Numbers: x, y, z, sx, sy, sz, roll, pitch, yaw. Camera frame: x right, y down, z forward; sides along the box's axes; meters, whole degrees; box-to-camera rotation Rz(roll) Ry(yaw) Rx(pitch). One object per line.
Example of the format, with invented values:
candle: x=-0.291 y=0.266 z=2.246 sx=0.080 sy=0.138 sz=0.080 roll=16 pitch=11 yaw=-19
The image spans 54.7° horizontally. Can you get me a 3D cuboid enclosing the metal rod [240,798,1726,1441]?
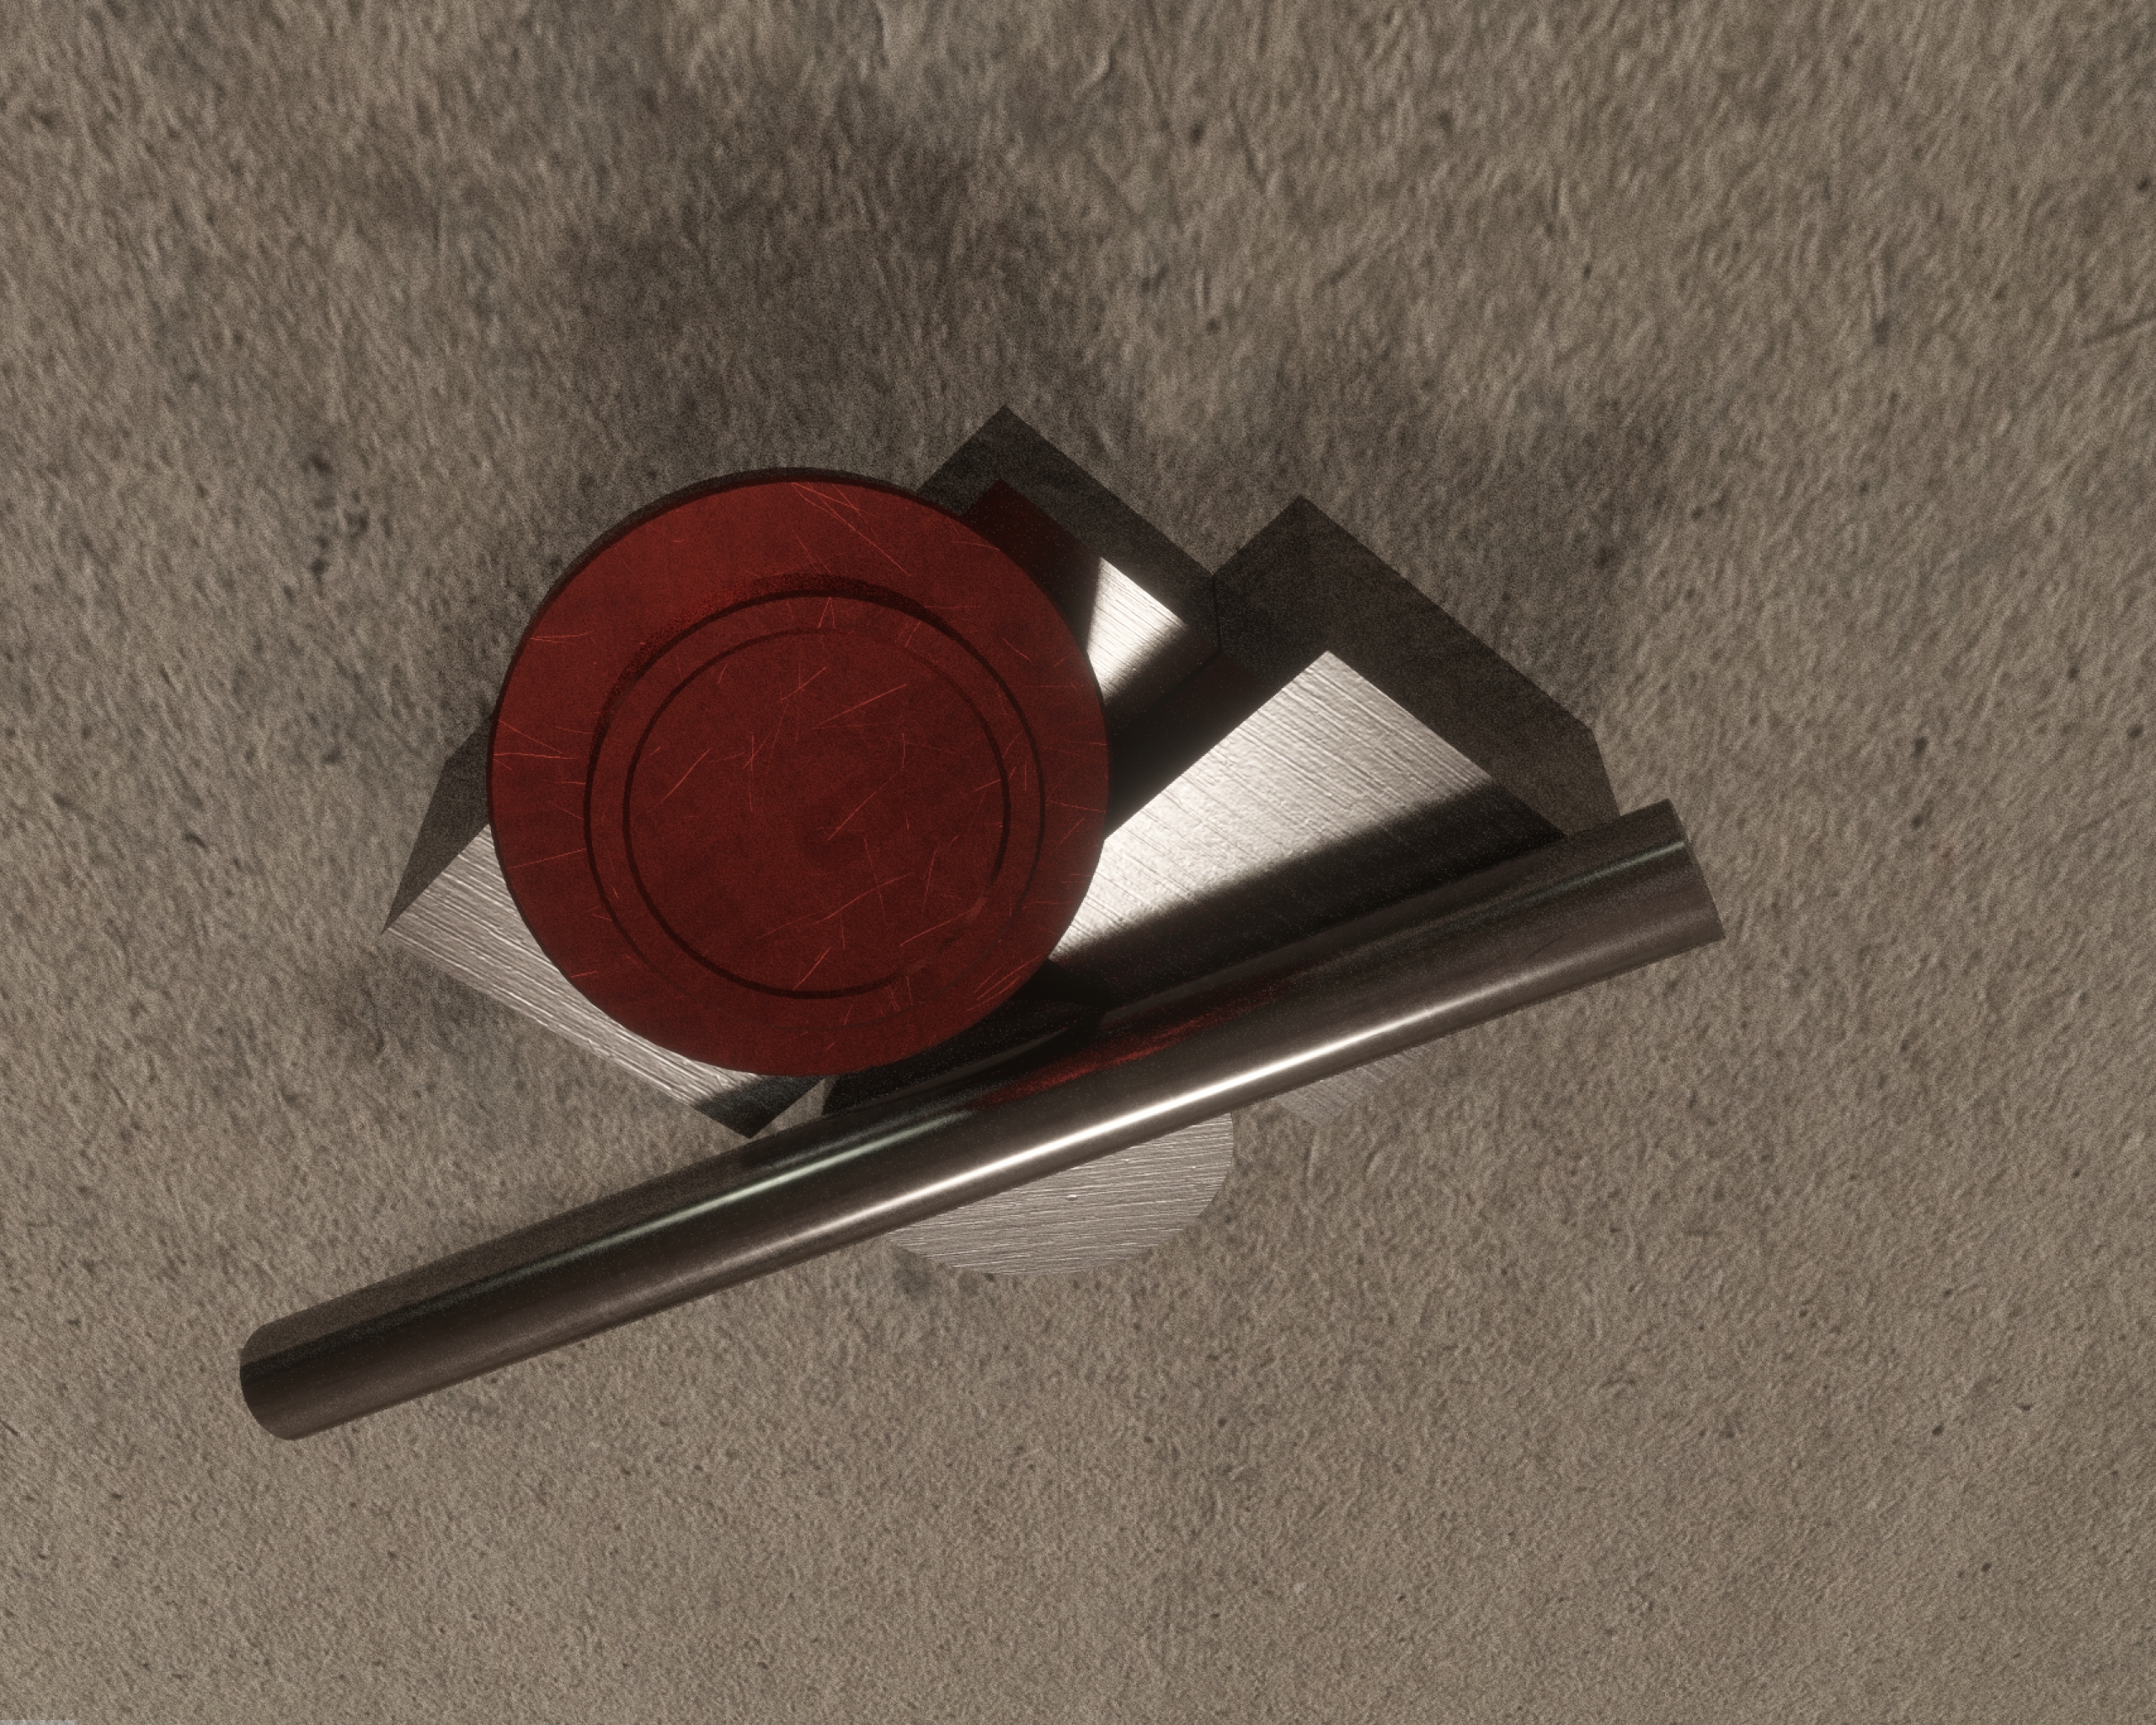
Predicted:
metal rod: x=-0.031 y=0.054 z=0.389 sx=0.300 sy=0.025 sz=0.025 roll=-22 pitch=127 yaw=17

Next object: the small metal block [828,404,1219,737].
small metal block: x=-0.011 y=-0.044 z=0.370 sx=0.050 sy=0.025 sz=0.050 roll=35 pitch=122 yaw=-27

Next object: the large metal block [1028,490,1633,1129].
large metal block: x=0.043 y=-0.007 z=0.387 sx=0.080 sy=0.050 sz=0.080 roll=34 pitch=122 yaw=-26

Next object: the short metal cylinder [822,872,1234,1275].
short metal cylinder: x=-0.010 y=0.039 z=0.425 sx=0.081 sy=0.050 sz=0.079 roll=0 pitch=130 yaw=0

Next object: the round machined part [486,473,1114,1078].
round machined part: x=-0.042 y=-0.012 z=0.329 sx=0.099 sy=0.042 sz=0.097 roll=-3 pitch=105 yaw=-11

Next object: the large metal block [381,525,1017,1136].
large metal block: x=-0.066 y=-0.005 z=0.385 sx=0.080 sy=0.050 sz=0.080 roll=35 pitch=122 yaw=-26
